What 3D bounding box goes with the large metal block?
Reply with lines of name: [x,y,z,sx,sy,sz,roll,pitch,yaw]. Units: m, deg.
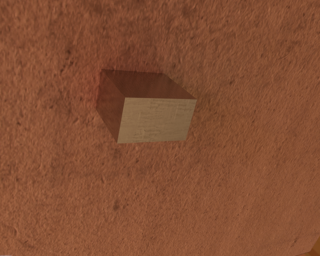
large metal block: [-0.019,-0.026,0.346,0.081,0.080,0.050,-1,119,-28]
